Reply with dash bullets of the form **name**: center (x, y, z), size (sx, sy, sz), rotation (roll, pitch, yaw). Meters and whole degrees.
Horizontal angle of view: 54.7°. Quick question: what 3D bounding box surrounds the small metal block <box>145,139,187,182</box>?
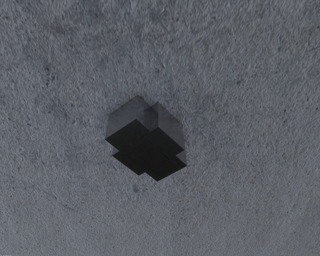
- **small metal block**: center (0.008, 0.038, 0.424), size (0.050, 0.050, 0.025), rotation (-32, 124, 24)

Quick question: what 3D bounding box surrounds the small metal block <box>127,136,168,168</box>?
- **small metal block**: center (-0.015, 0.015, 0.404), size (0.025, 0.050, 0.050), rotation (-32, 123, 24)

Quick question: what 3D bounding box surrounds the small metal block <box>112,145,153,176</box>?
- **small metal block**: center (-0.035, 0.027, 0.414), size (0.025, 0.050, 0.050), rotation (-32, 123, 24)

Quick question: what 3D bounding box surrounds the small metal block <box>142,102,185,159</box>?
- **small metal block**: center (0.005, 0.003, 0.394), size (0.025, 0.050, 0.050), rotation (-33, 123, 25)

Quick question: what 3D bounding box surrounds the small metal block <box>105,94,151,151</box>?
- **small metal block**: center (-0.039, -0.007, 0.385), size (0.050, 0.050, 0.025), rotation (-32, 124, 24)
